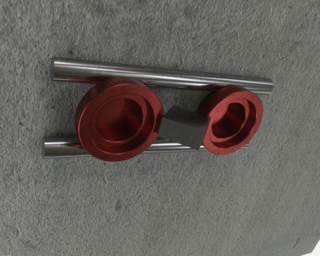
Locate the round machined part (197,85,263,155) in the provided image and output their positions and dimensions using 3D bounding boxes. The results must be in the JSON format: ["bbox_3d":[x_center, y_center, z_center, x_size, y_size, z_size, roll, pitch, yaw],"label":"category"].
[{"bbox_3d":[0.090,-0.014,0.431,0.099,0.042,0.097,-14,124,-21],"label":"round machined part"}]

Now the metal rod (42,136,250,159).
[{"bbox_3d":[0.001,0.022,0.422,0.303,0.025,0.025,0,119,-29],"label":"metal rod"}]

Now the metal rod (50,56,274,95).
[{"bbox_3d":[0.024,-0.060,0.384,0.303,0.025,0.025,0,119,-29],"label":"metal rod"}]

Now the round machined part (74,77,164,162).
[{"bbox_3d":[-0.049,-0.013,0.357,0.099,0.042,0.097,-14,124,-21],"label":"round machined part"}]

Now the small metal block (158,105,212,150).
[{"bbox_3d":[0.031,-0.002,0.374,0.050,0.050,0.025,19,115,11],"label":"small metal block"}]
